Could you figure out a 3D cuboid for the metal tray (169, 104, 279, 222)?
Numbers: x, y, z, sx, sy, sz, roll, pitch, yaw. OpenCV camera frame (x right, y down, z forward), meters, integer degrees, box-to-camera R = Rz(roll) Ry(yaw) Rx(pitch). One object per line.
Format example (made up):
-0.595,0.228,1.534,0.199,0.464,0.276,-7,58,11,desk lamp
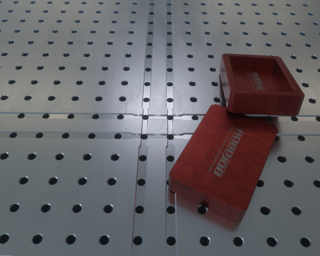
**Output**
0.079,0.035,0.375,0.090,0.030,0.130,23,54,18,metal tray

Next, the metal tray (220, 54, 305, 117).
0.137,-0.066,0.438,0.091,0.030,0.130,4,35,3,metal tray
